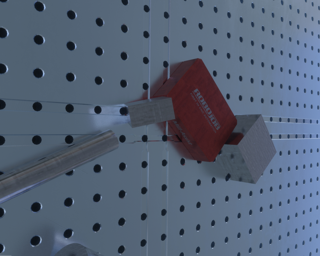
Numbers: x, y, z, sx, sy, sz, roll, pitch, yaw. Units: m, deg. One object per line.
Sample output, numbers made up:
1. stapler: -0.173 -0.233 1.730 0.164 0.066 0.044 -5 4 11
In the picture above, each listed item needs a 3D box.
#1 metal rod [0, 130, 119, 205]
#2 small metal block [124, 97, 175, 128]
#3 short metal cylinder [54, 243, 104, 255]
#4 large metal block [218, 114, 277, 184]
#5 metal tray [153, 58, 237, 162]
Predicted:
1. metal rod: -0.165 0.065 0.272 0.302 0.025 0.025 -25 106 -37
2. small metal block: -0.014 -0.020 0.371 0.050 0.050 0.025 -12 100 -10
3. short metal cylinder: -0.081 0.164 0.308 0.050 0.080 0.080 43 64 -32
4. large metal block: 0.142 0.033 0.515 0.080 0.050 0.080 -44 117 -31
5. metal tray: 0.057 -0.024 0.456 0.090 0.030 0.130 -52 121 -28
